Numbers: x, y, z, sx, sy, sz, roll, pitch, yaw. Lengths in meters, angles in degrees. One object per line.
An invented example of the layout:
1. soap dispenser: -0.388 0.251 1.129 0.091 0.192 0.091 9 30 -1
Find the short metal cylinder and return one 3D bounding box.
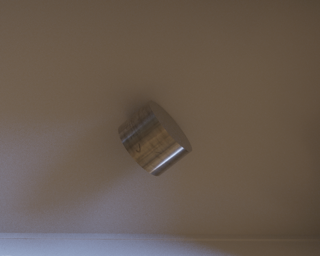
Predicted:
1. short metal cylinder: -0.005 0.012 0.384 0.050 0.080 0.080 -40 106 13
